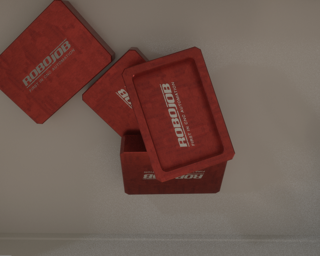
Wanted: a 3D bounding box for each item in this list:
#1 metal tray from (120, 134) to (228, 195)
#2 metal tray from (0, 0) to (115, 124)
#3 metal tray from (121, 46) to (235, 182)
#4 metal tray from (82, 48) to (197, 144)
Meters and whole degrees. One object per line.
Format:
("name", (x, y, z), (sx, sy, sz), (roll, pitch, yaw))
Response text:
("metal tray", (0.017, 0.050, 0.407), (0.131, 0.030, 0.089), (-1, 135, -2))
("metal tray", (-0.132, -0.078, 0.379), (0.130, 0.030, 0.090), (-39, 106, 13))
("metal tray", (0.020, -0.015, 0.349), (0.090, 0.030, 0.129), (-18, 90, -2))
("metal tray", (-0.021, -0.026, 0.399), (0.090, 0.030, 0.130), (-41, 105, 13))
